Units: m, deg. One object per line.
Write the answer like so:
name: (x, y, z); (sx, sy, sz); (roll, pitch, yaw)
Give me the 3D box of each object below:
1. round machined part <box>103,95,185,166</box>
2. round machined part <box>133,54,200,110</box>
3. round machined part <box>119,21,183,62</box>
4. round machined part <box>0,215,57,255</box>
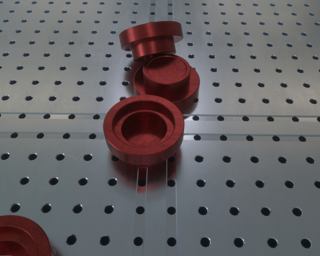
round machined part: (-0.019, 0.007, 0.391); (0.099, 0.042, 0.098); (0, 50, 0)
round machined part: (0.010, -0.072, 0.458); (0.099, 0.042, 0.098); (0, 50, 0)
round machined part: (-0.011, -0.131, 0.485); (0.099, 0.098, 0.042); (-11, 95, -9)
round machined part: (-0.144, 0.134, 0.283); (0.099, 0.042, 0.098); (0, 50, 0)
